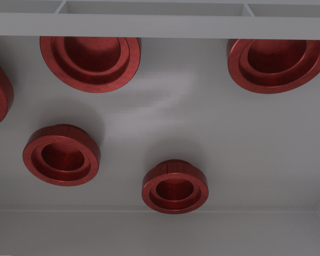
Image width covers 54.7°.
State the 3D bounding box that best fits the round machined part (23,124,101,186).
[{"bbox_3d":[-0.130,0.033,0.425,0.099,0.042,0.097,0,130,0],"label":"round machined part"}]

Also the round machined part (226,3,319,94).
[{"bbox_3d":[0.118,-0.084,0.319,0.099,0.042,0.097,2,142,2],"label":"round machined part"}]

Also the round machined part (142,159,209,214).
[{"bbox_3d":[0.022,0.085,0.471,0.099,0.042,0.097,0,130,0],"label":"round machined part"}]

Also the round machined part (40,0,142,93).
[{"bbox_3d":[-0.068,-0.088,0.322,0.099,0.042,0.097,0,130,0],"label":"round machined part"}]

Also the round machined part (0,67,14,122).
[{"bbox_3d":[-0.218,-0.049,0.354,0.099,0.042,0.097,0,130,0],"label":"round machined part"}]
